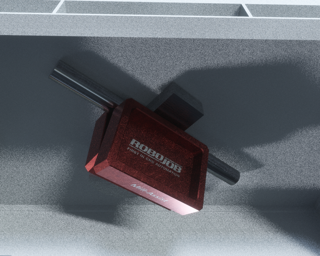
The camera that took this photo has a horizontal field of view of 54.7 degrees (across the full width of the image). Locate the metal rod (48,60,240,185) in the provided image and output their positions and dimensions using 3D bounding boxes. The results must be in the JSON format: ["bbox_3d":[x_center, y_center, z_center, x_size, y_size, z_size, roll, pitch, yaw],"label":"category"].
[{"bbox_3d":[-0.003,0.005,0.413,0.301,0.025,0.025,32,123,-25],"label":"metal rod"}]

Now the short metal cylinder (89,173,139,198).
[{"bbox_3d":[-0.052,0.055,0.429,0.080,0.050,0.080,4,137,4],"label":"short metal cylinder"}]

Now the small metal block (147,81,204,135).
[{"bbox_3d":[0.018,-0.022,0.389,0.050,0.025,0.050,33,122,-26],"label":"small metal block"}]

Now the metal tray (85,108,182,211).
[{"bbox_3d":[-0.025,0.040,0.399,0.131,0.090,0.030,32,123,-25],"label":"metal tray"}]

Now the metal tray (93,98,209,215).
[{"bbox_3d":[-0.003,0.035,0.361,0.131,0.090,0.030,32,140,-25],"label":"metal tray"}]
